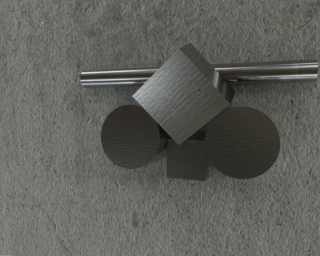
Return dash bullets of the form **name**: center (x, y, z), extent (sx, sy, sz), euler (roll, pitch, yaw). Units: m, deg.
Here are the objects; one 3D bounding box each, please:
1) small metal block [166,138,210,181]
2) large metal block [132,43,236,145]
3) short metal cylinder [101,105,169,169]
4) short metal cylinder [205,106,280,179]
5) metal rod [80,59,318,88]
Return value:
- **small metal block**: center (0.037, 0.039, 0.398), extent (0.050, 0.025, 0.050), euler (2, 91, 20)
- **large metal block**: center (0.029, -0.040, 0.368), extent (0.080, 0.050, 0.080), euler (47, 119, -3)
- **short metal cylinder**: center (-0.029, 0.011, 0.406), extent (0.080, 0.050, 0.079), euler (0, 90, 20)
- **short metal cylinder**: center (0.097, 0.016, 0.362), extent (0.080, 0.050, 0.079), euler (0, 90, 20)
- **metal rod**: center (0.034, -0.068, 0.398), extent (0.301, 0.025, 0.025), euler (1, 91, 19)
